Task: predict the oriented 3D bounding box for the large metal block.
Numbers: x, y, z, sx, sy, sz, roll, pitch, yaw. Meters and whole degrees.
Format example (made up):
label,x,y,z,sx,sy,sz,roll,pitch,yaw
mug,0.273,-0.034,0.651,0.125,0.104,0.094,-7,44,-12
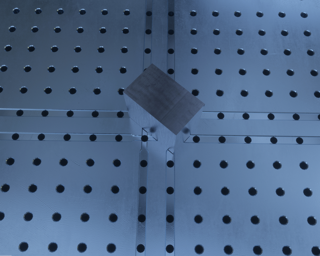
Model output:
label,x,y,z,sx,sy,sz,roll,pitch,yaw
large metal block,0.004,-0.021,0.390,0.080,0.080,0.050,40,75,13
